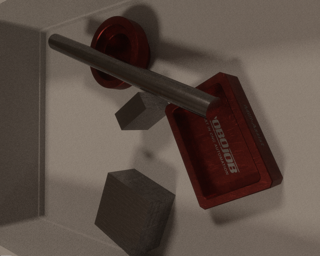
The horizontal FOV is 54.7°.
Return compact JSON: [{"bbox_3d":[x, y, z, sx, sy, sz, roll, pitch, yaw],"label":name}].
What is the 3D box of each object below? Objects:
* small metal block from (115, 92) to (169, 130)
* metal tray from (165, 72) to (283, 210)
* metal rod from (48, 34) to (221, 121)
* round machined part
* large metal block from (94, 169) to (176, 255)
[{"bbox_3d":[-0.022,-0.021,0.407,0.050,0.050,0.025,-38,67,33],"label":"small metal block"},{"bbox_3d":[0.066,0.015,0.347,0.090,0.030,0.129,-31,71,35],"label":"metal tray"},{"bbox_3d":[-0.054,-0.076,0.394,0.300,0.025,0.025,28,108,35],"label":"metal rod"},{"bbox_3d":[-0.052,-0.103,0.437,0.098,0.042,0.097,0,90,39],"label":"round machined part"},{"bbox_3d":[-0.035,0.111,0.418,0.080,0.050,0.079,26,106,36],"label":"large metal block"}]
